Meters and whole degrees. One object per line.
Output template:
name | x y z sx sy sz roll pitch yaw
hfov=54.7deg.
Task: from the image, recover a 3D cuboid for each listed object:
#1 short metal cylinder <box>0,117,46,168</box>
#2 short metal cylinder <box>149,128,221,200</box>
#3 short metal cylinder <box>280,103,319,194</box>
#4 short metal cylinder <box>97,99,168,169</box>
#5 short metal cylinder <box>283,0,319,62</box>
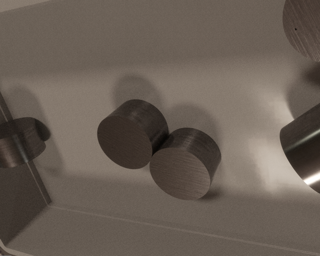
short metal cylinder | -0.237 0.022 0.509 0.080 0.080 0.050 1 119 27
short metal cylinder | 0.034 0.046 0.402 0.080 0.050 0.079 13 124 20
short metal cylinder | 0.164 0.018 0.298 0.080 0.080 0.050 44 129 -2
short metal cylinder | -0.036 0.008 0.415 0.080 0.050 0.079 13 124 20
short metal cylinder | 0.146 -0.099 0.254 0.080 0.050 0.079 13 124 20
